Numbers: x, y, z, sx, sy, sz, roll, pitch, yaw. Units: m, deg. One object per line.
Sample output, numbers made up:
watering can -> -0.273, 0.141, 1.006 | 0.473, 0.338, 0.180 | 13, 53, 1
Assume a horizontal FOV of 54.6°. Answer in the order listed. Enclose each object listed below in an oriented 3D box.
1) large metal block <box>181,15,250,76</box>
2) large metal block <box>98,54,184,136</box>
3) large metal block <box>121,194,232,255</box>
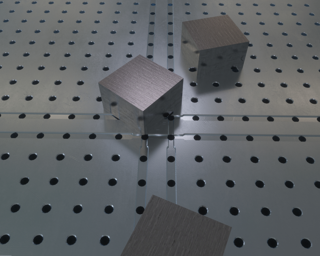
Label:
large metal block -> 0.086, -0.136, 0.507 | 0.081, 0.050, 0.080 | -13, 51, -11
large metal block -> -0.025, -0.048, 0.432 | 0.080, 0.050, 0.080 | 33, 57, 25
large metal block -> 0.013, 0.122, 0.289 | 0.080, 0.050, 0.080 | 19, 53, 15
